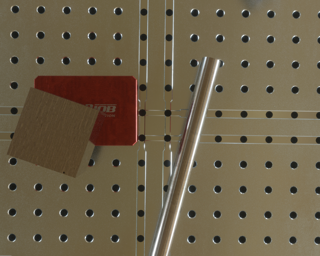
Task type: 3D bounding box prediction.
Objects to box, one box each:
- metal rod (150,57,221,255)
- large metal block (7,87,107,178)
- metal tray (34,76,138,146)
[{"bbox_3d":[0.030,0.053,0.413,0.025,0.025,0.298,15,90,-1],"label":"metal rod"},{"bbox_3d":[-0.119,0.005,0.369,0.080,0.050,0.080,19,90,-1],"label":"large metal block"},{"bbox_3d":[-0.095,-0.022,0.410,0.131,0.030,0.089,0,90,-1],"label":"metal tray"}]
